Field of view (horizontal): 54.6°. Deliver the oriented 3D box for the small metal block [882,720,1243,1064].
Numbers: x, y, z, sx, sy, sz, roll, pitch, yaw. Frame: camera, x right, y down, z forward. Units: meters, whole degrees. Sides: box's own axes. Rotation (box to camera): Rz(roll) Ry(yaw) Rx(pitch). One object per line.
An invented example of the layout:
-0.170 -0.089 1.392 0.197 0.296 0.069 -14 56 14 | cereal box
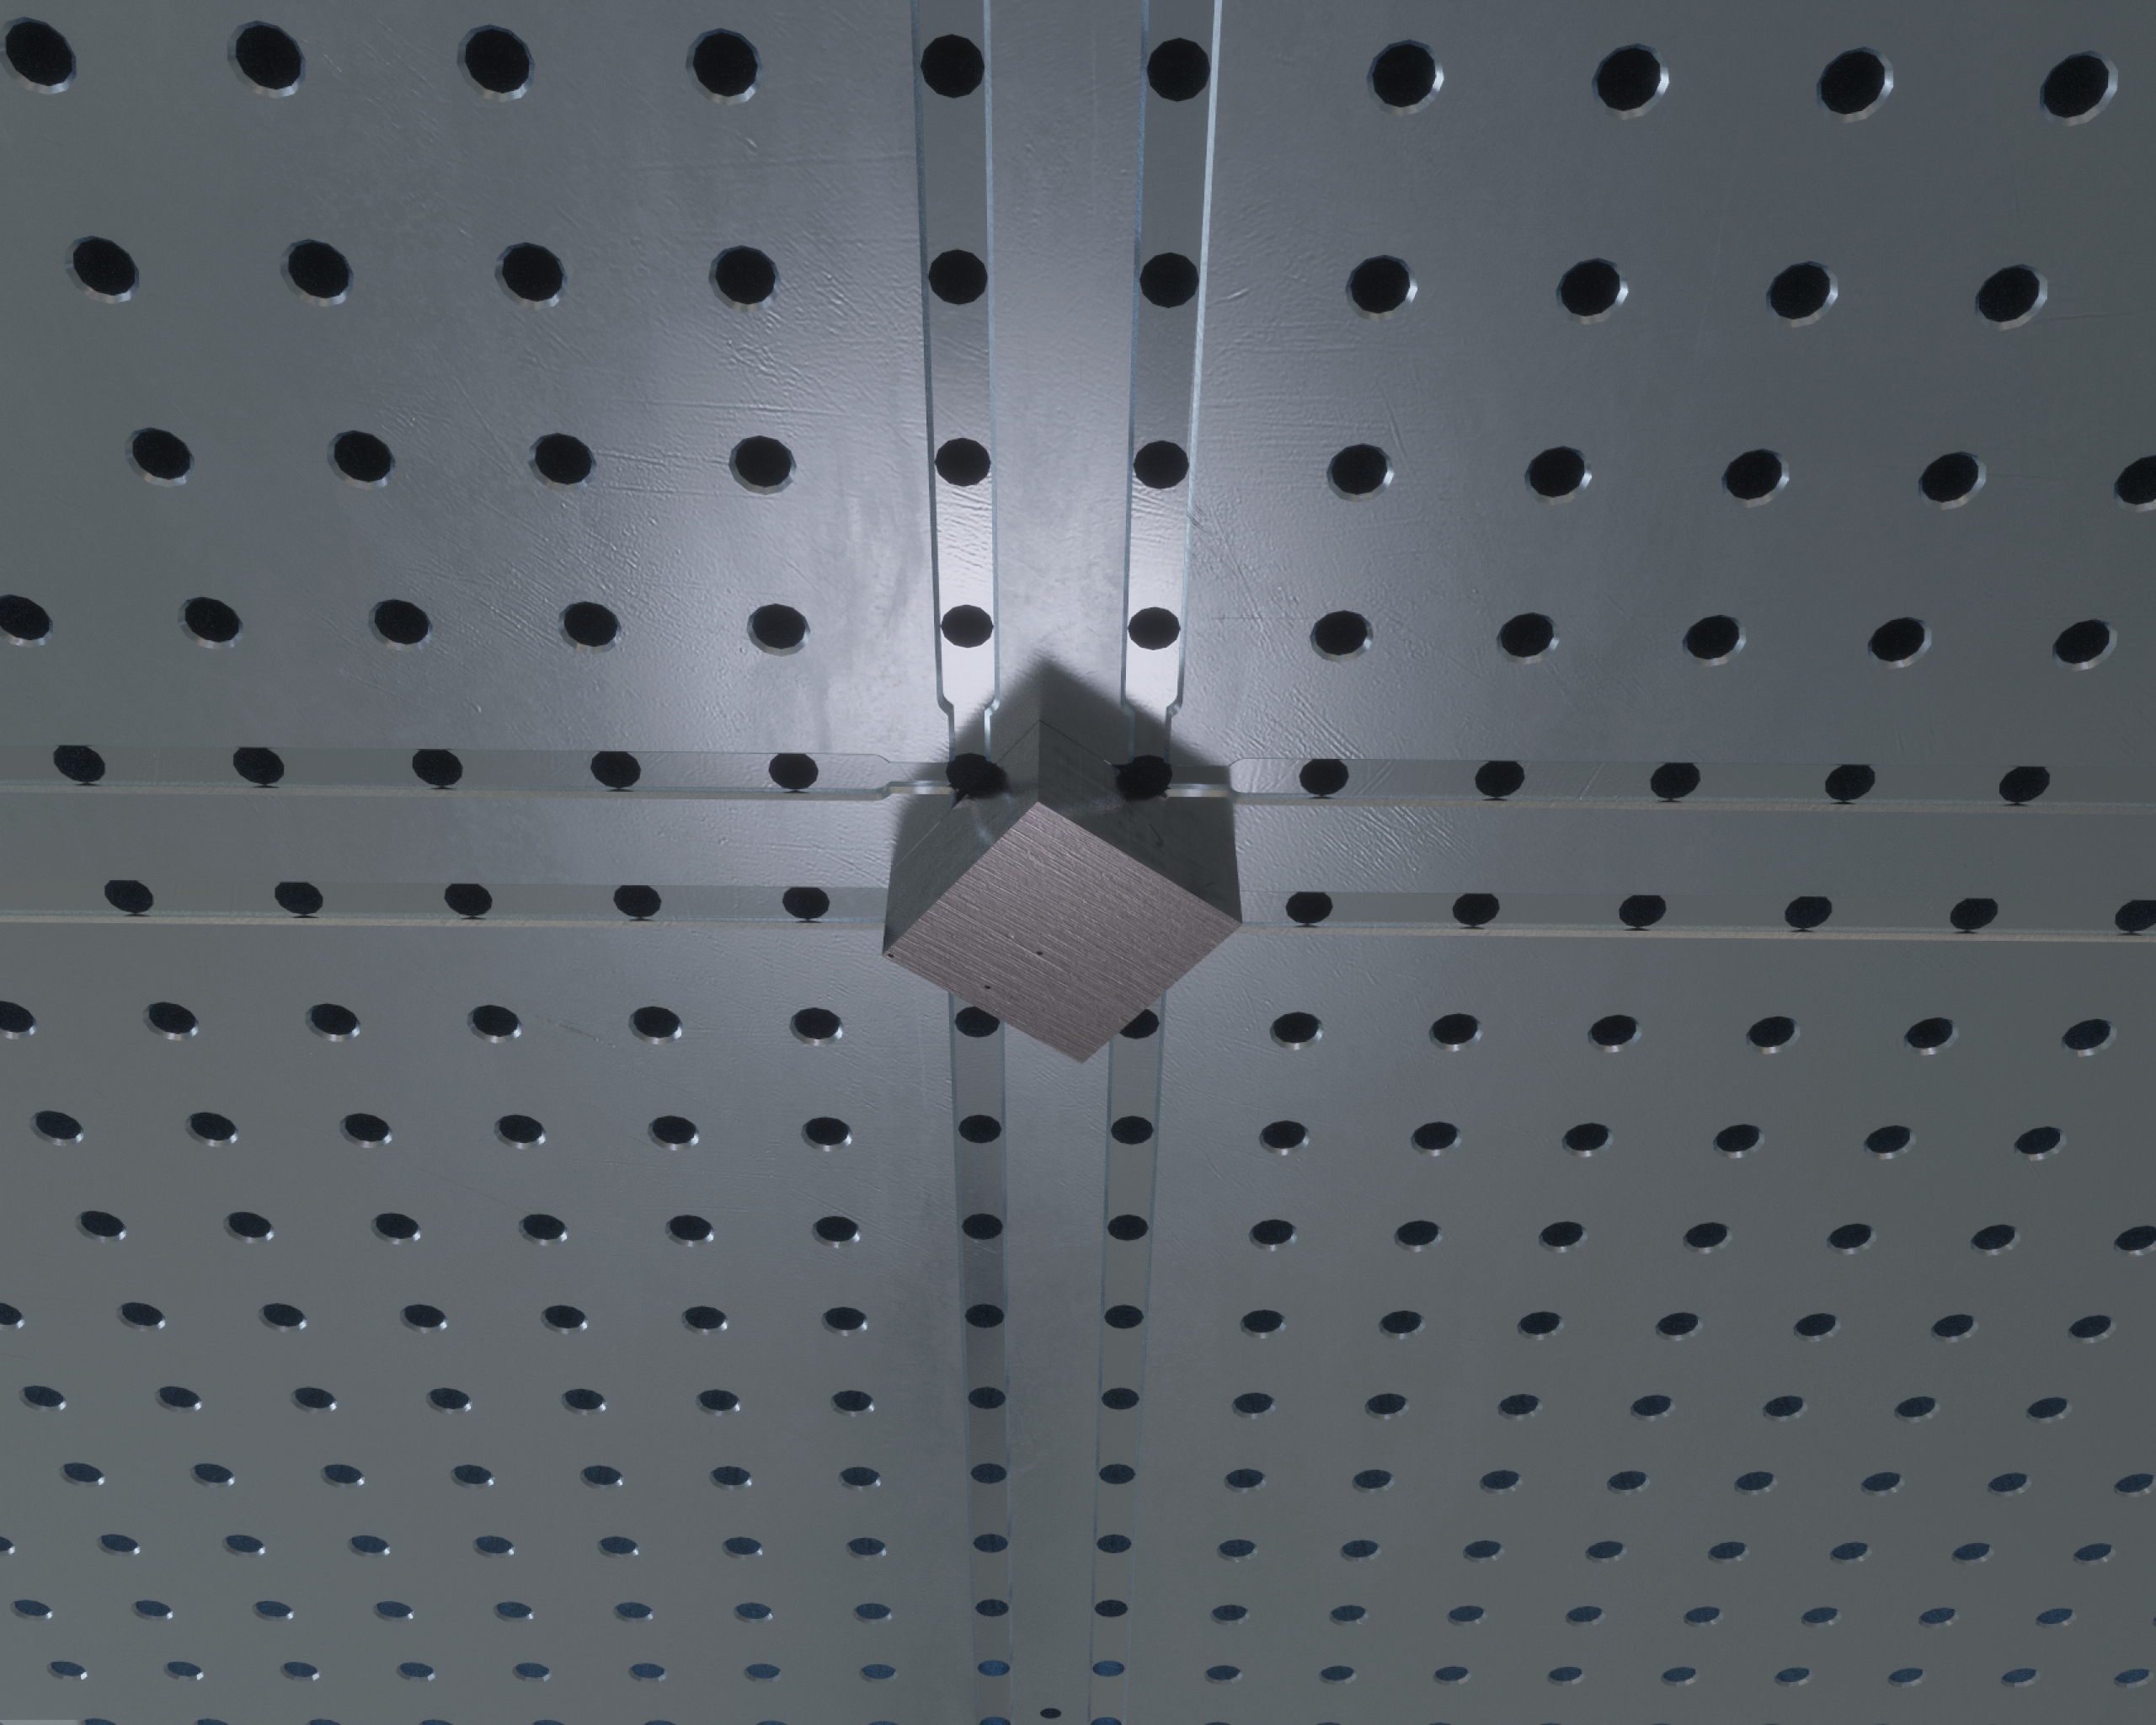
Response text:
-0.003 0.007 0.417 0.050 0.025 0.050 31 124 -24 | small metal block
